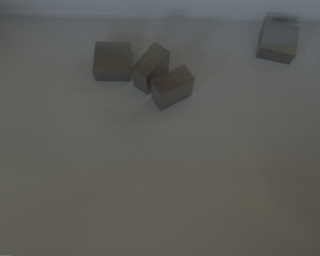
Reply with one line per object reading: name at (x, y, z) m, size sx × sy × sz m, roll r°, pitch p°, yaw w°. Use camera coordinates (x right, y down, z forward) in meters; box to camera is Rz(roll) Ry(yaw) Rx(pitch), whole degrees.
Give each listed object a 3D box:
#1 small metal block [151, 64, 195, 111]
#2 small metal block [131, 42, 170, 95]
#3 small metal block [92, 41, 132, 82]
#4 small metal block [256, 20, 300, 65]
small metal block at (0.016, -0.053, 0.416) m, size 0.050 × 0.050 × 0.025 m, roll -27°, pitch 73°, yaw -10°
small metal block at (-0.012, -0.081, 0.426) m, size 0.025 × 0.050 × 0.050 m, roll 35°, pitch 74°, yaw 11°
small metal block at (-0.067, -0.095, 0.444) m, size 0.050 × 0.025 × 0.050 m, roll 1°, pitch 70°, yaw 0°
small metal block at (0.174, -0.127, 0.458) m, size 0.050 × 0.025 × 0.050 m, roll 14°, pitch 70°, yaw 4°
